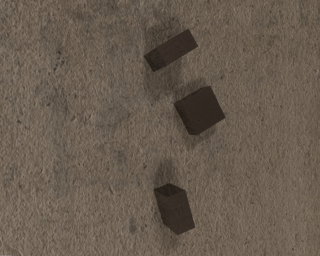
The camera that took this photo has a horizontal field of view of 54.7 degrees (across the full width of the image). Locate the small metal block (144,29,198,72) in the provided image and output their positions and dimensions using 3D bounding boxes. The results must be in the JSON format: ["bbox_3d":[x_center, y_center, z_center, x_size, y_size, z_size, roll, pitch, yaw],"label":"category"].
[{"bbox_3d":[0.013,-0.099,0.401,0.050,0.050,0.025,-34,102,-17],"label":"small metal block"}]

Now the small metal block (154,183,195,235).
[{"bbox_3d":[0.018,0.104,0.404,0.025,0.050,0.050,-17,96,-20],"label":"small metal block"}]

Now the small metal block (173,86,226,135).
[{"bbox_3d":[0.055,-0.024,0.431,0.050,0.025,0.050,-31,100,-18],"label":"small metal block"}]
